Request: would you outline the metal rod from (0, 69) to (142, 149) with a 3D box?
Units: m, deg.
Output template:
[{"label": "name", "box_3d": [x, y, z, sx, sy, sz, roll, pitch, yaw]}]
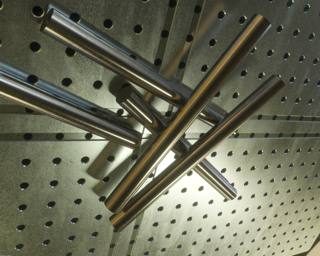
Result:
[{"label": "metal rod", "box_3d": [-0.140, -0.036, 0.312, 0.301, 0.025, 0.025, 26, 104, -38]}]

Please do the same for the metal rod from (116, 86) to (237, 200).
[{"label": "metal rod", "box_3d": [0.042, 0.040, 0.460, 0.025, 0.025, 0.300, -45, 130, 3]}]

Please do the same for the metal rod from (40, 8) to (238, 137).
[{"label": "metal rod", "box_3d": [0.002, -0.050, 0.382, 0.301, 0.025, 0.025, 26, 104, -38]}]

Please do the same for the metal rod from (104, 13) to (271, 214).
[{"label": "metal rod", "box_3d": [0.029, -0.012, 0.387, 0.025, 0.025, 0.299, 32, 100, -39]}]

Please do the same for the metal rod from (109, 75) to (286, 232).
[{"label": "metal rod", "box_3d": [0.051, 0.034, 0.428, 0.300, 0.025, 0.025, -41, 130, 0]}]
